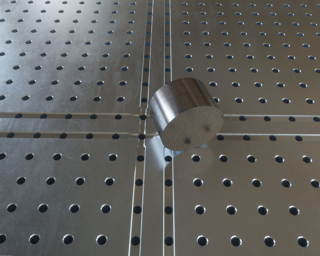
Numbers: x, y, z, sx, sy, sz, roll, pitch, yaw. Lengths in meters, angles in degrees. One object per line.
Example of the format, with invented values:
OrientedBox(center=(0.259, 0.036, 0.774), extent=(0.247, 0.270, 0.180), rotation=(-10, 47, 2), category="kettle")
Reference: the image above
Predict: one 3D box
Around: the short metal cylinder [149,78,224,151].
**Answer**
OrientedBox(center=(0.032, -0.016, 0.386), extent=(0.081, 0.080, 0.050), rotation=(-14, 52, -12), category="short metal cylinder")
